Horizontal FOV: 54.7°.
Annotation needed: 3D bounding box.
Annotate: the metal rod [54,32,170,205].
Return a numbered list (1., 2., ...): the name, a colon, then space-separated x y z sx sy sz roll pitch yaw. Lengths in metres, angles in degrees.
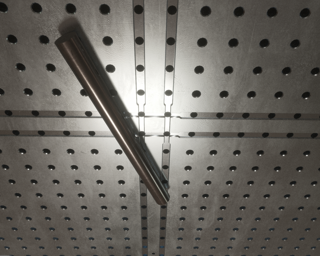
1. metal rod: -0.048 0.010 0.419 0.025 0.025 0.299 -16 129 13
